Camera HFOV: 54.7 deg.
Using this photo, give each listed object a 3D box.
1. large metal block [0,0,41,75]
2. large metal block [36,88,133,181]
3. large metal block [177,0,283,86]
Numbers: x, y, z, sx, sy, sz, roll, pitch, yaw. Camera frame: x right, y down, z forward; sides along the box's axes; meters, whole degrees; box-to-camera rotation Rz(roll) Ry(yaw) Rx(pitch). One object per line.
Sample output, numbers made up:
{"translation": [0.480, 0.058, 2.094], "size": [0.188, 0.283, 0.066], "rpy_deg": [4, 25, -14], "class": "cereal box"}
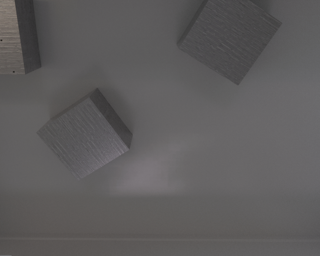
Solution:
{"translation": [-0.191, -0.106, 0.357], "size": [0.081, 0.050, 0.079], "rpy_deg": [0, 110, 0], "class": "large metal block"}
{"translation": [-0.093, 0.007, 0.400], "size": [0.080, 0.050, 0.080], "rpy_deg": [-32, 107, 11], "class": "large metal block"}
{"translation": [0.076, -0.108, 0.359], "size": [0.080, 0.050, 0.080], "rpy_deg": [30, 107, -11], "class": "large metal block"}
